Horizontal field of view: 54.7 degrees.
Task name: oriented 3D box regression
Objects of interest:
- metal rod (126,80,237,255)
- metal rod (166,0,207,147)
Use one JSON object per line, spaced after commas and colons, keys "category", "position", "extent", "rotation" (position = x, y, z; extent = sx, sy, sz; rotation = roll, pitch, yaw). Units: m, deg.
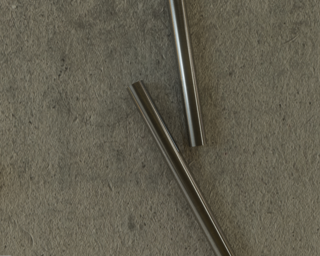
{"category": "metal rod", "position": [0.037, 0.075, 0.410], "extent": [0.025, 0.025, 0.299], "rotation": [-28, 90, 0]}
{"category": "metal rod", "position": [0.028, -0.125, 0.410], "extent": [0.025, 0.025, 0.298], "rotation": [-9, 90, 0]}
